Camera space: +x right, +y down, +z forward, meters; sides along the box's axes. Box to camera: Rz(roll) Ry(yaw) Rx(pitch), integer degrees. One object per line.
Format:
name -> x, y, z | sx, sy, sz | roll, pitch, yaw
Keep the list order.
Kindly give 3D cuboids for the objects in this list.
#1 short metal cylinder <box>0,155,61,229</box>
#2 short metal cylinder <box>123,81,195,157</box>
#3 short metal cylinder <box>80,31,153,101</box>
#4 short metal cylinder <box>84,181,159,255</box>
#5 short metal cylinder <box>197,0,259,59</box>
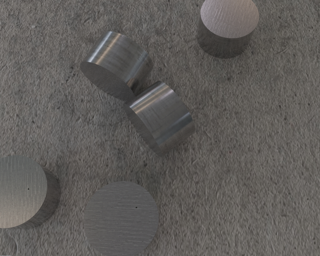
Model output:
short metal cylinder -> -0.165, 0.077, 0.365 | 0.081, 0.050, 0.080 | 0, 70, 0
short metal cylinder -> -0.002, -0.011, 0.383 | 0.050, 0.080, 0.080 | -36, 74, -12
short metal cylinder -> -0.056, -0.079, 0.407 | 0.080, 0.080, 0.050 | 27, 72, 9
short metal cylinder -> -0.042, 0.105, 0.356 | 0.081, 0.050, 0.080 | 0, 70, 0
short metal cylinder -> 0.096, -0.149, 0.450 | 0.081, 0.050, 0.080 | 0, 70, 0
